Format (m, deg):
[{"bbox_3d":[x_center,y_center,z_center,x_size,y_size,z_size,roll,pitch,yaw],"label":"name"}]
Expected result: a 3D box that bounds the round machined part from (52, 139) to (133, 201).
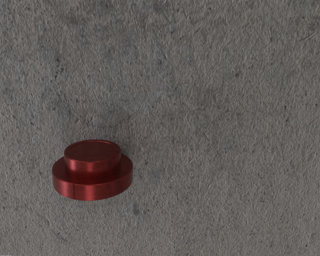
[{"bbox_3d":[-0.083,0.046,0.387,0.099,0.098,0.042,2,110,-1],"label":"round machined part"}]
